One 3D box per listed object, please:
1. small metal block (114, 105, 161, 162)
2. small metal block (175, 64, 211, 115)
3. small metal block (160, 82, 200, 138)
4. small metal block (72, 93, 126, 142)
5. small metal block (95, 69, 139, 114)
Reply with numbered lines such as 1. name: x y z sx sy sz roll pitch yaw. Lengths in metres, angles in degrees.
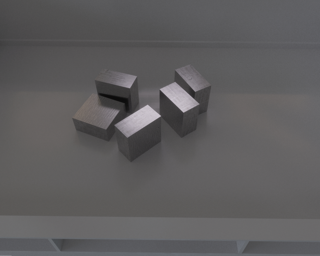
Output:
1. small metal block: -0.026 0.007 0.383 0.050 0.050 0.025 -34 58 -25
2. small metal block: 0.044 -0.052 0.432 0.025 0.050 0.050 -23 54 -18
3. small metal block: 0.024 -0.024 0.409 0.025 0.050 0.050 -29 56 -22
4. small metal block: -0.080 -0.015 0.417 0.050 0.025 0.050 18 52 15
5. small metal block: -0.058 -0.050 0.431 0.050 0.050 0.025 15 52 12
